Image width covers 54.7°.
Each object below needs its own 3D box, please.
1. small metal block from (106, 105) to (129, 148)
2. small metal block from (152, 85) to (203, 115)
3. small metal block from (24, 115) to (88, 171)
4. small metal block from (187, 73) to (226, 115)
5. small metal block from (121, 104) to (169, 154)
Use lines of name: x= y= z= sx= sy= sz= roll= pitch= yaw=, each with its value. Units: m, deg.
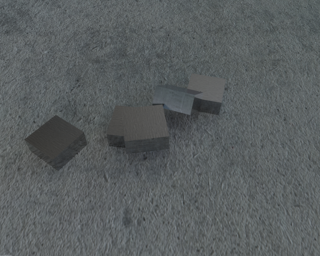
small metal block: x=-0.037 y=-0.001 z=0.403 sx=0.050 sy=0.025 sz=0.050 roll=6 pitch=50 yaw=5
small metal block: x=0.024 y=-0.038 z=0.401 sx=0.050 sy=0.025 sz=0.050 roll=16 pitch=14 yaw=16
small metal block: x=-0.129 y=0.018 z=0.387 sx=0.050 sy=0.025 sz=0.050 roll=29 pitch=56 yaw=22
small metal block: x=0.065 y=-0.049 z=0.445 sx=0.050 sy=0.025 sz=0.050 roll=11 pitch=51 yaw=9
small metal block: x=-0.018 y=0.001 z=0.370 sx=0.050 sy=0.025 sz=0.050 roll=-6 pitch=51 yaw=-6
